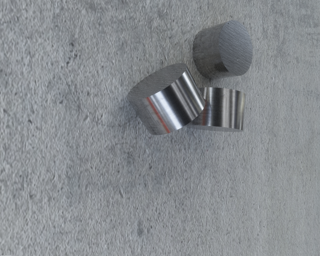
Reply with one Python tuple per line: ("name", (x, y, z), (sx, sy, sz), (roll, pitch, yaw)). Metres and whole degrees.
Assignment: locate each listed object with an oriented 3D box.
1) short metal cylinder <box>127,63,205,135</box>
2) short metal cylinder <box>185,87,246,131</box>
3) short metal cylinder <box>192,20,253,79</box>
("short metal cylinder", (0.007, -0.036, 0.375), (0.080, 0.080, 0.050), (-46, 118, -30))
("short metal cylinder", (0.077, -0.024, 0.433), (0.081, 0.080, 0.050), (9, 85, -40))
("short metal cylinder", (0.095, -0.116, 0.468), (0.081, 0.050, 0.080), (0, 90, -40))
